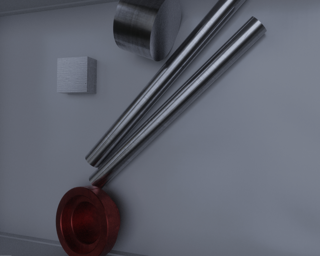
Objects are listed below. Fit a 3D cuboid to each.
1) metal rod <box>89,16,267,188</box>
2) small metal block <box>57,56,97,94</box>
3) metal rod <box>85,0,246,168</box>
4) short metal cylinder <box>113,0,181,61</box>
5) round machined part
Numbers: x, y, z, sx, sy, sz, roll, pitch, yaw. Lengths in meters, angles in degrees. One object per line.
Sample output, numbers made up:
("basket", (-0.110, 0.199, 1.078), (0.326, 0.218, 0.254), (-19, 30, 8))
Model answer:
("metal rod", (0.013, -0.023, 0.405), (0.299, 0.025, 0.025), (-44, 77, 14))
("small metal block", (-0.121, -0.076, 0.452), (0.050, 0.025, 0.050), (1, 90, 19))
("metal rod", (0.001, -0.060, 0.409), (0.025, 0.025, 0.299), (45, 104, 14))
("short metal cylinder", (-0.014, -0.129, 0.385), (0.050, 0.080, 0.080), (23, 98, 18))
("round machined part", (-0.094, 0.128, 0.425), (0.098, 0.042, 0.097), (-3, 84, 32))
